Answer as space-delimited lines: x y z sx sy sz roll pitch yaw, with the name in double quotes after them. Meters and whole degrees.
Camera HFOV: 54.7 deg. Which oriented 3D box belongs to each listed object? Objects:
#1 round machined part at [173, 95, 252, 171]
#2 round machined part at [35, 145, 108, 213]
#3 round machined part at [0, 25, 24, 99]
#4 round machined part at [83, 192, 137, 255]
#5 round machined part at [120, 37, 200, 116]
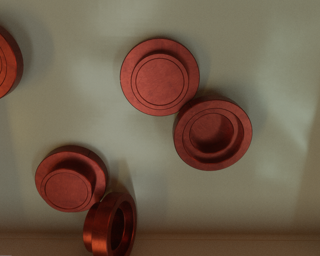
0.065 0.003 0.403 0.099 0.042 0.097 -1 112 -3 "round machined part"
-0.124 0.077 0.429 0.099 0.042 0.097 0 110 -1 "round machined part"
-0.212 -0.081 0.369 0.099 0.042 0.097 0 110 -1 "round machined part"
-0.070 0.137 0.425 0.042 0.098 0.097 0 111 18 "round machined part"
0.000 -0.060 0.380 0.099 0.042 0.097 0 110 -1 "round machined part"
